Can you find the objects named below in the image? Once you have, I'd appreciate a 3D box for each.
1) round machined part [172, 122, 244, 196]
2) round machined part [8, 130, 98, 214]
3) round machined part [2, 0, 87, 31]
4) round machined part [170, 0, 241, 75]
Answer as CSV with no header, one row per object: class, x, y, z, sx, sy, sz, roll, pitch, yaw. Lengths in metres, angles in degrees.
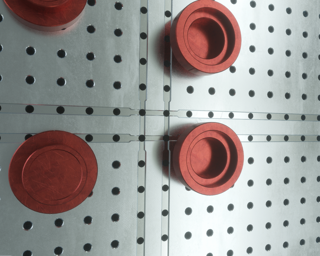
round machined part,0.062,0.041,0.428,0.099,0.042,0.097,0,90,-21
round machined part,-0.122,0.051,0.359,0.099,0.042,0.097,0,90,-20
round machined part,-0.132,-0.165,0.355,0.099,0.042,0.097,0,90,-21
round machined part,0.059,-0.120,0.426,0.099,0.042,0.097,0,90,-21
